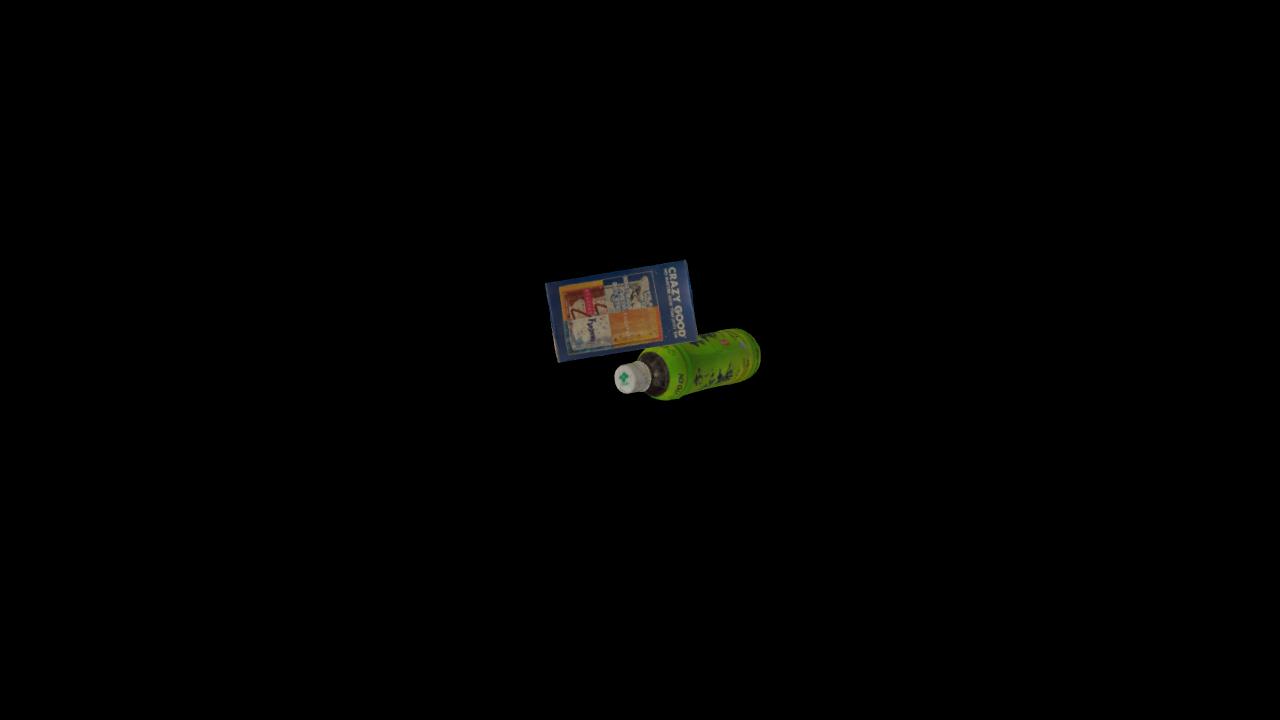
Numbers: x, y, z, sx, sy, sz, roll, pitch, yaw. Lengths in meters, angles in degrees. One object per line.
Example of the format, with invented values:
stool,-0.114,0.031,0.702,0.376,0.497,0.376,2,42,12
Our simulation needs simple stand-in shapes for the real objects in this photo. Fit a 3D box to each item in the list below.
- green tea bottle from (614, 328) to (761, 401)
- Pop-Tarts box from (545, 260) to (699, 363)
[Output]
green tea bottle,0.055,0.007,0.709,0.073,0.073,0.212,0,9,44
Pop-Tarts box,-0.014,-0.052,0.669,0.141,0.083,0.167,-9,4,4
